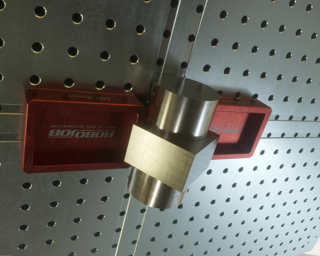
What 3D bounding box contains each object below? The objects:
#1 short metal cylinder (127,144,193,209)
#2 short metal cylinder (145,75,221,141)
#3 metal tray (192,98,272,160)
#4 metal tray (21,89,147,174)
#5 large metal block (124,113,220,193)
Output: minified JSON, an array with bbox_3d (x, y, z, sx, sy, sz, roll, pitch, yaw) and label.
[{"bbox_3d":[0.001,0.062,0.414,0.081,0.080,0.050,2,118,-29],"label":"short metal cylinder"},{"bbox_3d":[0.026,-0.026,0.373,0.081,0.080,0.050,1,118,-29],"label":"short metal cylinder"},{"bbox_3d":[0.096,0.002,0.461,0.131,0.030,0.089,1,118,-29],"label":"metal tray"},{"bbox_3d":[-0.089,0.005,0.362,0.131,0.030,0.089,1,118,-29],"label":"metal tray"},{"bbox_3d":[0.017,0.024,0.381,0.080,0.080,0.050,-26,137,-57],"label":"large metal block"}]
